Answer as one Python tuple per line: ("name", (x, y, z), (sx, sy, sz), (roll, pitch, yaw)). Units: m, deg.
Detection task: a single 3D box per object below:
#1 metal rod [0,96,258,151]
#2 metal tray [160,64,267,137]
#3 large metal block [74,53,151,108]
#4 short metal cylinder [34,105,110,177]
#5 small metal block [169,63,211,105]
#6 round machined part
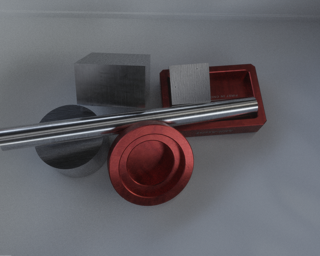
("metal rod", (-0.023, -0.009, 0.367), (0.302, 0.025, 0.025), (-8, 70, -15))
("metal tray", (0.068, -0.037, 0.419), (0.131, 0.030, 0.090), (-4, 70, -2))
("large metal block", (-0.055, -0.063, 0.393), (0.081, 0.080, 0.050), (2, 112, 1))
("short metal cylinder", (-0.107, 0.017, 0.386), (0.081, 0.050, 0.080), (0, 70, 0))
("small metal block", (0.038, -0.057, 0.407), (0.050, 0.025, 0.050), (-5, 96, -2))
("round machined part", (-0.013, 0.039, 0.368), (0.099, 0.042, 0.097), (-4, 104, -14))
